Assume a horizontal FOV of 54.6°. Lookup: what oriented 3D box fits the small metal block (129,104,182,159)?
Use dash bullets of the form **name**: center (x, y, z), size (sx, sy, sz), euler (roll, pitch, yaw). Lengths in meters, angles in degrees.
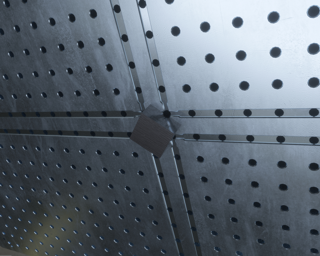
- **small metal block**: center (-0.007, 0.005, 0.418), size (0.050, 0.025, 0.050), euler (33, 129, 6)
